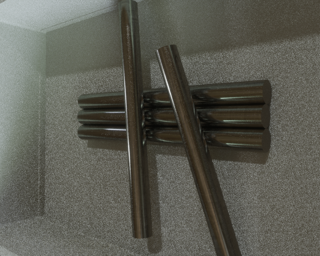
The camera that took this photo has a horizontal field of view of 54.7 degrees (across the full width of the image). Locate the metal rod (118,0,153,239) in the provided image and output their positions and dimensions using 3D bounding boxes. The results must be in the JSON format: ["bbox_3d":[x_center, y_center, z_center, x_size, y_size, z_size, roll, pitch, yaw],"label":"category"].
[{"bbox_3d":[-0.032,-0.014,0.396,0.025,0.025,0.298,-7,86,39],"label":"metal rod"}]

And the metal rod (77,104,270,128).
[{"bbox_3d":[-0.008,-0.015,0.410,0.300,0.025,0.025,1,91,39],"label":"metal rod"}]

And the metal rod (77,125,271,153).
[{"bbox_3d":[-0.008,0.010,0.410,0.300,0.025,0.025,1,91,39],"label":"metal rod"}]

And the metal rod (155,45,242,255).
[{"bbox_3d":[0.049,0.054,0.337,0.025,0.025,0.298,-20,84,38],"label":"metal rod"}]

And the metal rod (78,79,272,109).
[{"bbox_3d":[-0.007,-0.040,0.409,0.300,0.025,0.025,1,91,39],"label":"metal rod"}]
